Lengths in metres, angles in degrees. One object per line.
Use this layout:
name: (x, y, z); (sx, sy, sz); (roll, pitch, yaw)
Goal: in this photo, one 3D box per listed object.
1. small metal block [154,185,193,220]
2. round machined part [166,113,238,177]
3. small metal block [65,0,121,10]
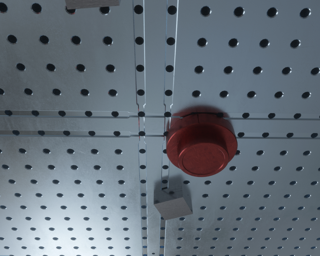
small metal block: (0.022, 0.126, 0.520); (0.050, 0.025, 0.050); (-17, 128, 14)
round machined part: (0.058, 0.030, 0.427); (0.099, 0.042, 0.097); (-1, 130, 0)
small metal block: (-0.066, -0.142, 0.290); (0.050, 0.025, 0.050); (-3, 130, 2)
